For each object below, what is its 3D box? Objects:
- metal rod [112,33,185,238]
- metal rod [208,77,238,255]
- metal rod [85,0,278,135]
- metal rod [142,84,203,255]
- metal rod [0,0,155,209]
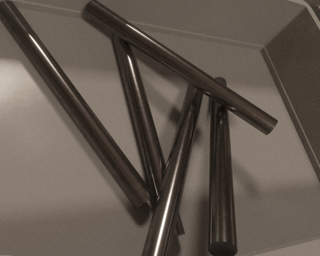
[{"bbox_3d":[-0.022,-0.012,0.402,0.025,0.025,0.299,-2,63,-29],"label":"metal rod"},{"bbox_3d":[0.075,0.016,0.386,0.025,0.025,0.301,28,36,-11],"label":"metal rod"},{"bbox_3d":[0.026,-0.085,0.425,0.301,0.025,0.025,34,51,3],"label":"metal rod"},{"bbox_3d":[0.027,0.023,0.382,0.025,0.025,0.300,29,44,-11],"label":"metal rod"},{"bbox_3d":[-0.106,-0.034,0.370,0.025,0.025,0.299,-31,79,-38],"label":"metal rod"}]
